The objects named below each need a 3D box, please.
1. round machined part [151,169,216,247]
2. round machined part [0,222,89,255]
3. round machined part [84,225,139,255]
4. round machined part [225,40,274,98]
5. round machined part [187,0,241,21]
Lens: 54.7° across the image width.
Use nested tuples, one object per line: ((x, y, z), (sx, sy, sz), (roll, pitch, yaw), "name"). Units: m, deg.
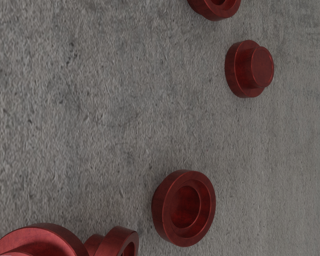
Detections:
((0.027, 0.104, 0.417), (0.099, 0.042, 0.097), (0, 90, -40), "round machined part")
((-0.111, 0.134, 0.263), (0.042, 0.098, 0.097), (35, 62, -77), "round machined part")
((-0.060, 0.151, 0.323), (0.098, 0.042, 0.097), (12, 91, -75), "round machined part")
((0.157, -0.101, 0.525), (0.099, 0.042, 0.097), (0, 90, -40), "round machined part")
((0.073, -0.206, 0.454), (0.099, 0.042, 0.097), (0, 90, -40), "round machined part")
